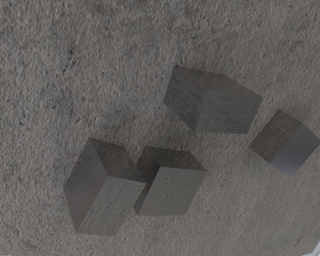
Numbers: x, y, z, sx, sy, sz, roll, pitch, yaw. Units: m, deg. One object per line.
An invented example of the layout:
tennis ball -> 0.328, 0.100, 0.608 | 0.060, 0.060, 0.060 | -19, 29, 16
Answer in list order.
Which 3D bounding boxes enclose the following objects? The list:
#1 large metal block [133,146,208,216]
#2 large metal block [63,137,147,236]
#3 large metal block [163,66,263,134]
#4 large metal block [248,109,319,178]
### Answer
large metal block -> 0.008, 0.077, 0.442 | 0.081, 0.050, 0.079 | 10, 113, -33
large metal block -> -0.070, 0.070, 0.376 | 0.050, 0.080, 0.080 | 19, 108, -36
large metal block -> 0.063, -0.035, 0.384 | 0.081, 0.080, 0.050 | 3, 117, -30
large metal block -> 0.211, 0.027, 0.523 | 0.080, 0.050, 0.080 | 29, 102, -38
